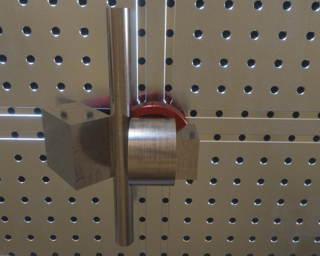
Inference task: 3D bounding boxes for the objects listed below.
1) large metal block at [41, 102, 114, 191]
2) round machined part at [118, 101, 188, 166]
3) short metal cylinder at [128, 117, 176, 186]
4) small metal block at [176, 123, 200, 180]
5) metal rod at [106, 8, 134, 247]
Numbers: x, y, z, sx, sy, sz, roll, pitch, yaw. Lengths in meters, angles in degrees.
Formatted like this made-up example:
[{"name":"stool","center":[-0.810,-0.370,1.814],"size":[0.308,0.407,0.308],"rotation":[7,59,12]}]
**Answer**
[{"name":"large metal block","center":[-0.102,0.018,0.383],"size":[0.050,0.080,0.079],"rotation":[-16,116,-39]},{"name":"round machined part","center":[-0.008,0.011,0.407],"size":[0.099,0.042,0.097],"rotation":[0,110,-1]},{"name":"short metal cylinder","center":[-0.009,0.027,0.362],"size":[0.050,0.080,0.079],"rotation":[1,110,-1]},{"name":"small metal block","center":[0.030,0.027,0.365],"size":[0.025,0.050,0.050],"rotation":[1,110,-1]},{"name":"metal rod","center":[-0.046,0.015,0.374],"size":[0.025,0.025,0.298],"rotation":[1,110,-1]}]
